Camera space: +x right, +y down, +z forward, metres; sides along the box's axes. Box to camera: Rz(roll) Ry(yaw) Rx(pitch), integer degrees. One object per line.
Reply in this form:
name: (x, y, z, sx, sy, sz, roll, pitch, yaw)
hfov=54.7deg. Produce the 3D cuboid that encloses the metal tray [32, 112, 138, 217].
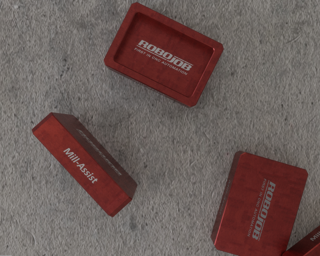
metal tray: (-0.085, 0.040, 0.376, 0.030, 0.090, 0.130, -43, 90, 0)

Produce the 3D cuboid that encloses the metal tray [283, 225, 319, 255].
metal tray: (0.231, 0.168, 0.393, 0.131, 0.030, 0.090, -29, 91, -15)

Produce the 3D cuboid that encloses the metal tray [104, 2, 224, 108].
metal tray: (0.005, -0.093, 0.407, 0.131, 0.030, 0.090, 26, 90, 0)

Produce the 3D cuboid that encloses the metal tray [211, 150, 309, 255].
metal tray: (0.129, 0.104, 0.408, 0.090, 0.030, 0.129, 16, 90, 0)
